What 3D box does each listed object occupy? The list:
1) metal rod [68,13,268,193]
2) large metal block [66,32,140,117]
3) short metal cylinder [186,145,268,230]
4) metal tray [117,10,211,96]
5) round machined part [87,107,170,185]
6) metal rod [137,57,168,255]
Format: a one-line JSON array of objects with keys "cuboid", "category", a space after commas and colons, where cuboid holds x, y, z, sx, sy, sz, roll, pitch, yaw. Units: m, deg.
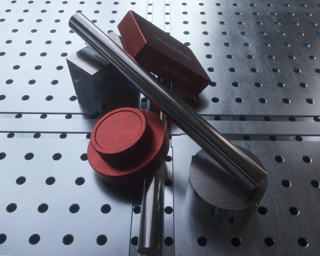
[{"cuboid": [-0.007, -0.043, 0.352, 0.025, 0.025, 0.300, -36, 67, -26], "category": "metal rod"}, {"cuboid": [-0.075, -0.074, 0.434, 0.050, 0.080, 0.080, 34, 58, 25], "category": "large metal block"}, {"cuboid": [0.070, 0.063, 0.340, 0.081, 0.050, 0.080, 0, 50, 0], "category": "short metal cylinder"}, {"cuboid": [0.008, -0.104, 0.441, 0.131, 0.030, 0.090, 20, 35, -41], "category": "metal tray"}, {"cuboid": [-0.041, 0.014, 0.364, 0.098, 0.042, 0.098, -11, 49, 13], "category": "round machined part"}, {"cuboid": [-0.004, 0.007, 0.401, 0.025, 0.025, 0.300, 2, 50, 1], "category": "metal rod"}]
